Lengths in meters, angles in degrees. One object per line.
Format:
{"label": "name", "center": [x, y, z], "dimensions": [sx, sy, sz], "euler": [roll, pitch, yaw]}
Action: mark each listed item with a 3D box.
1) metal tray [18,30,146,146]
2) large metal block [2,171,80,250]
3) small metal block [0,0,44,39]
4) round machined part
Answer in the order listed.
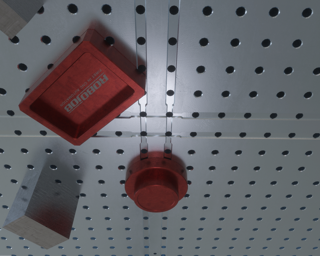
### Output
{"label": "metal tray", "center": [-0.092, -0.041, 0.371], "dimensions": [0.130, 0.030, 0.090], "euler": [-35, 122, 26]}
{"label": "large metal block", "center": [-0.181, 0.129, 0.483], "dimensions": [0.050, 0.080, 0.080], "euler": [-30, 124, 23]}
{"label": "small metal block", "center": [-0.145, -0.120, 0.292], "dimensions": [0.025, 0.050, 0.050], "euler": [-32, 124, 24]}
{"label": "round machined part", "center": [-0.006, 0.095, 0.481], "dimensions": [0.099, 0.042, 0.097], "euler": [0, 130, 0]}
